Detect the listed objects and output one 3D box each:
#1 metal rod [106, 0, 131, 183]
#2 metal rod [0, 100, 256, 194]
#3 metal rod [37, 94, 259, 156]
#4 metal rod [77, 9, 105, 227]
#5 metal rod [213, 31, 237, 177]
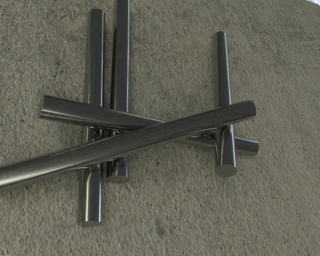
[{"bbox_3d":[-0.053,-0.072,0.418,0.025,0.025,0.299,11,57,-22],"label":"metal rod"},{"bbox_3d":[-0.021,0.013,0.338,0.302,0.025,0.025,-15,70,-22],"label":"metal rod"},{"bbox_3d":[0.010,0.004,0.382,0.302,0.025,0.025,11,57,-31],"label":"metal rod"},{"bbox_3d":[-0.081,-0.035,0.380,0.025,0.025,0.299,9,58,-24],"label":"metal rod"},{"bbox_3d":[0.092,-0.058,0.459,0.025,0.025,0.300,23,44,-14],"label":"metal rod"}]
